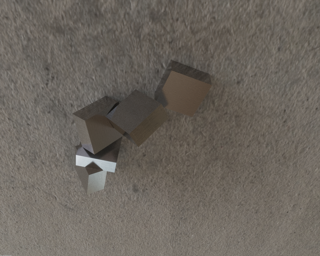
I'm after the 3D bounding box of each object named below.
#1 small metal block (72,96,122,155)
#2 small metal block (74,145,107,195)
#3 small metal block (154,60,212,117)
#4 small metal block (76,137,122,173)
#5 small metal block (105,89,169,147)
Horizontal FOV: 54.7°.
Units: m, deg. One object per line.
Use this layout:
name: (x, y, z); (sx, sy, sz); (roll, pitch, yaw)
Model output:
small metal block: (-0.074, -0.004, 0.381); (0.025, 0.050, 0.050); (25, 135, 36)
small metal block: (-0.097, 0.056, 0.430); (0.025, 0.050, 0.050); (-16, 145, -29)
small metal block: (0.026, -0.046, 0.368); (0.050, 0.025, 0.050); (17, 128, -15)
small metal block: (-0.079, 0.027, 0.408); (0.050, 0.050, 0.025); (12, 141, -6)
small metal block: (-0.027, -0.013, 0.364); (0.050, 0.050, 0.025); (-44, 137, -14)
